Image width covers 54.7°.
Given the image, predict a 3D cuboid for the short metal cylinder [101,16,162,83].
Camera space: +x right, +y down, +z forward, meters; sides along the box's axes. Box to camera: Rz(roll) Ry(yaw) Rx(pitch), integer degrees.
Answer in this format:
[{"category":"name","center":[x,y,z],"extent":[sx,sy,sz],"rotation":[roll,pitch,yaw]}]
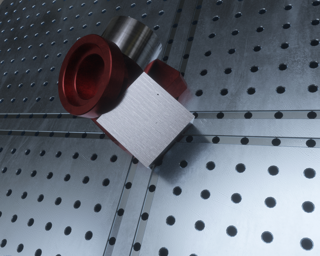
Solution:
[{"category":"short metal cylinder","center":[-0.044,-0.104,0.419],"extent":[0.080,0.080,0.050],"rotation":[14,69,33]}]

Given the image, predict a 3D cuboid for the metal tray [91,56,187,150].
[{"category":"metal tray","center":[-0.036,-0.042,0.449],"extent":[0.130,0.030,0.090],"rotation":[-47,52,-5]}]

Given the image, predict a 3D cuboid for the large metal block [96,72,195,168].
[{"category":"large metal block","center":[-0.016,-0.007,0.380],"extent":[0.080,0.050,0.080],"rotation":[42,85,8]}]

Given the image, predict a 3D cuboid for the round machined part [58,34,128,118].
[{"category":"round machined part","center":[-0.077,-0.060,0.377],"extent":[0.098,0.042,0.097],"rotation":[-8,77,38]}]

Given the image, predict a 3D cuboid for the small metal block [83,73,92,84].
[{"category":"small metal block","center":[-0.098,-0.050,0.432],"extent":[0.025,0.050,0.050],"rotation":[21,73,35]}]
